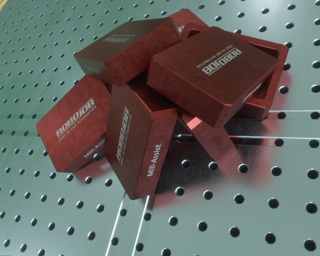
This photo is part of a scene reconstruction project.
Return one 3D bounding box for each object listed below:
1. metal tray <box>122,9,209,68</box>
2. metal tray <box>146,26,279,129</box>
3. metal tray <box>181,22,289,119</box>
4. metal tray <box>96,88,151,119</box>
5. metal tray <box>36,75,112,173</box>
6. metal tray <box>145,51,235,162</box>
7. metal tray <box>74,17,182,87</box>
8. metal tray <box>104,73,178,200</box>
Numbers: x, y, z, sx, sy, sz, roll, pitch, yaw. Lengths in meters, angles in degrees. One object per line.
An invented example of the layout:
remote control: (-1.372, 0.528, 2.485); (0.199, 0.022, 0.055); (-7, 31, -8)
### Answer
metal tray: (0.007, -0.117, 0.450); (0.131, 0.030, 0.090); (-28, 53, -8)
metal tray: (0.060, -0.061, 0.331); (0.090, 0.030, 0.131); (35, 45, 18)
metal tray: (0.079, -0.073, 0.381); (0.130, 0.030, 0.090); (19, 70, 14)
metal tray: (-0.067, -0.051, 0.472); (0.130, 0.030, 0.090); (-43, 51, -2)
metal tray: (-0.110, -0.009, 0.440); (0.130, 0.030, 0.090); (-41, 66, 15)
metal tray: (0.028, -0.028, 0.370); (0.030, 0.090, 0.130); (-39, 50, 3)
metal tray: (-0.044, -0.095, 0.374); (0.090, 0.030, 0.130); (-38, 29, -15)
metal tray: (-0.029, 0.008, 0.360); (0.030, 0.129, 0.090); (-11, 44, -31)
